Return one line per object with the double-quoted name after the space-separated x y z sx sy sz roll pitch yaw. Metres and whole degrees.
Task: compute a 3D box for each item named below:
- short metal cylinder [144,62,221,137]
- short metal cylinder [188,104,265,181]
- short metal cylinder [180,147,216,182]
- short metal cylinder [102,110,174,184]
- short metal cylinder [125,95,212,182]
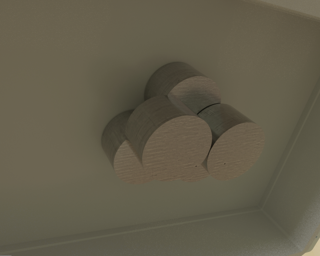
0.027 -0.035 0.384 0.081 0.050 0.079 -14 124 -21 "short metal cylinder"
0.079 0.017 0.378 0.081 0.050 0.079 -14 124 -21 "short metal cylinder"
0.044 0.028 0.431 0.081 0.050 0.079 -14 124 -21 "short metal cylinder"
-0.027 0.024 0.390 0.081 0.050 0.079 -14 124 -21 "short metal cylinder"
0.009 0.011 0.337 0.081 0.050 0.079 -14 124 -21 "short metal cylinder"
